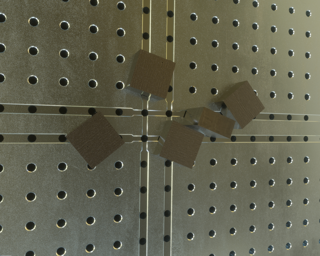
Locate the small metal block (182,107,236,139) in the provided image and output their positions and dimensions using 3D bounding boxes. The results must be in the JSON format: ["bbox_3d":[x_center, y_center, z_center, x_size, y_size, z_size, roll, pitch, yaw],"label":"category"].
[{"bbox_3d":[0.065,-0.007,0.423,0.050,0.050,0.025,22,83,-19],"label":"small metal block"}]

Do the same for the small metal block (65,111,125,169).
[{"bbox_3d":[-0.081,0.014,0.383,0.050,0.025,0.050,-40,103,-16],"label":"small metal block"}]

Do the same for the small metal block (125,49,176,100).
[{"bbox_3d":[-0.013,-0.069,0.408,0.050,0.025,0.050,18,84,-19],"label":"small metal block"}]

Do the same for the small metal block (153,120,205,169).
[{"bbox_3d":[0.026,0.022,0.422,0.050,0.025,0.050,24,82,-19],"label":"small metal block"}]

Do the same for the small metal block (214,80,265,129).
[{"bbox_3d":[0.117,-0.033,0.455,0.050,0.025,0.050,-40,103,-16],"label":"small metal block"}]
